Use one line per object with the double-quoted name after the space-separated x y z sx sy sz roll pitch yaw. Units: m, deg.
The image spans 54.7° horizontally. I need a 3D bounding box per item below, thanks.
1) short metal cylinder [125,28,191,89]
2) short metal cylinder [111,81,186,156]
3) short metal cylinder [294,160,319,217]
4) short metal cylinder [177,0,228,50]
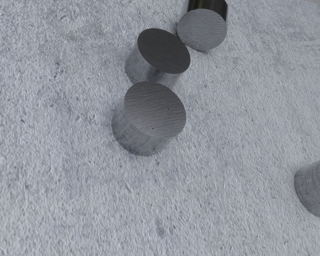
-0.004 -0.095 0.443 0.081 0.050 0.080 14 56 -21 "short metal cylinder"
-0.015 -0.011 0.387 0.081 0.050 0.080 14 56 -21 "short metal cylinder"
0.254 0.089 0.469 0.081 0.050 0.080 14 56 -21 "short metal cylinder"
0.072 -0.177 0.515 0.080 0.080 0.050 23 53 -15 "short metal cylinder"
